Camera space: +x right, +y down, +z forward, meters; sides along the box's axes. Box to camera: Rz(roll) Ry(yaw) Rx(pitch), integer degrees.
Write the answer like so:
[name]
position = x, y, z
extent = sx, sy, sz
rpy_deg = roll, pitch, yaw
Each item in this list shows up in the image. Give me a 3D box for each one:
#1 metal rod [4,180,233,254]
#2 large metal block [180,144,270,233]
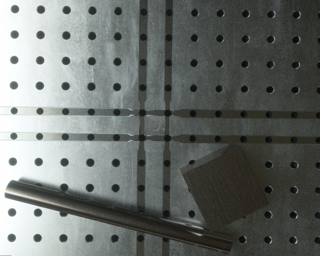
[metal rod]
position = -0.053, 0.118, 0.412
extent = 0.302, 0.025, 0.025
rpy_deg = 14, 90, -1
[large metal block]
position = 0.080, 0.075, 0.402
extent = 0.080, 0.050, 0.080
rpy_deg = -26, 90, -1
